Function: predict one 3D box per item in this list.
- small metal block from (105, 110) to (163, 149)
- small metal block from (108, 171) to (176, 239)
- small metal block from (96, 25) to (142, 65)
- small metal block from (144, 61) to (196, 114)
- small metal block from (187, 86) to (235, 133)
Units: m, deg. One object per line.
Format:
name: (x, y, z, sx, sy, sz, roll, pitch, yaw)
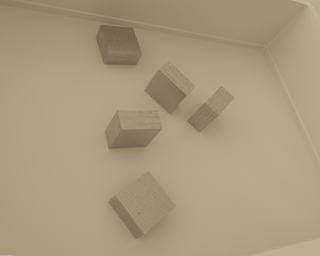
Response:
small metal block: (-0.033, 0.002, 0.371, 0.050, 0.050, 0.025, -1, 63, -29)
small metal block: (-0.020, 0.084, 0.343, 0.050, 0.025, 0.050, -32, 80, -38)
small metal block: (-0.059, -0.119, 0.446, 0.050, 0.025, 0.050, -5, 64, -31)
small metal block: (0.013, -0.055, 0.430, 0.050, 0.050, 0.025, 44, 51, 1)
small metal block: (0.072, -0.027, 0.445, 0.025, 0.050, 0.050, 45, 51, 2)
